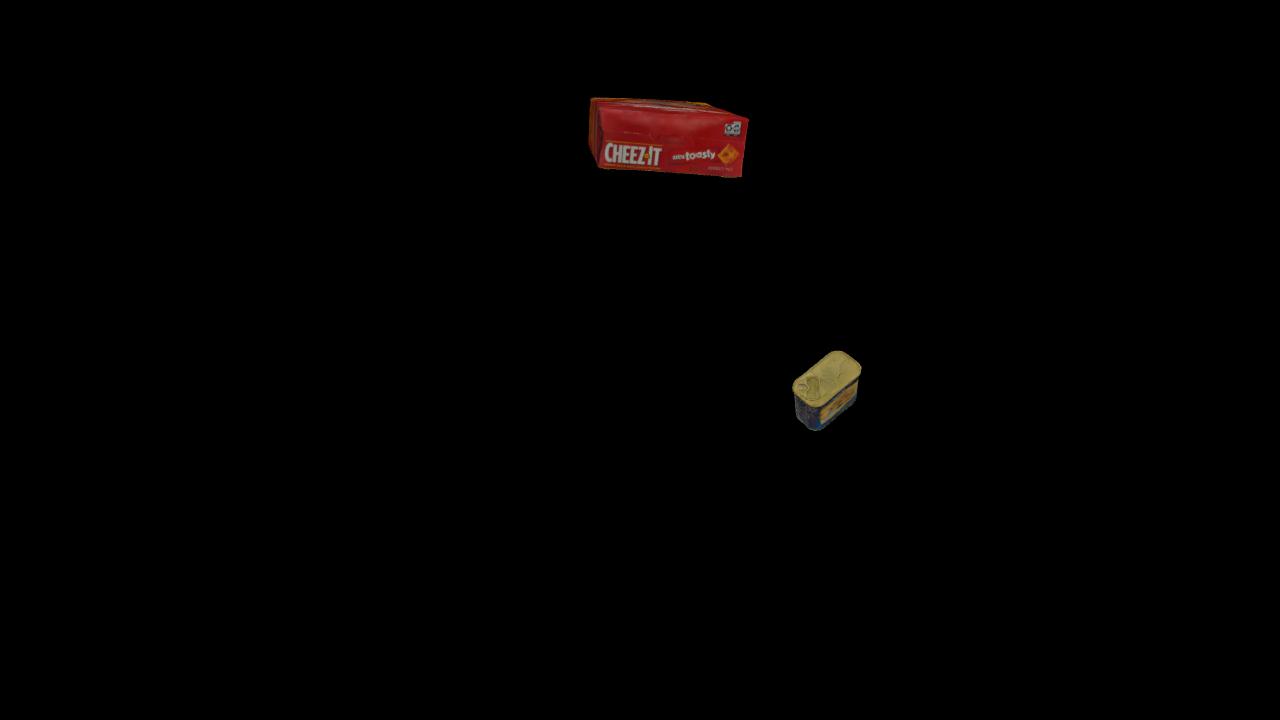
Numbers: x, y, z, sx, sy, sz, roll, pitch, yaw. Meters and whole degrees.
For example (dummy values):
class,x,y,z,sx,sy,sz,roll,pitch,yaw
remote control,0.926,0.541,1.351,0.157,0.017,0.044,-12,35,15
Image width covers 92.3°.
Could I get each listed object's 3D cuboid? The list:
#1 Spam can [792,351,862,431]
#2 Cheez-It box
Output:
class,x,y,z,sx,sy,sz,roll,pitch,yaw
Spam can,0.281,0.049,0.925,0.101,0.058,0.085,-37,-36,-9
Cheez-It box,0.024,-0.279,0.756,0.166,0.071,0.223,0,26,-8
